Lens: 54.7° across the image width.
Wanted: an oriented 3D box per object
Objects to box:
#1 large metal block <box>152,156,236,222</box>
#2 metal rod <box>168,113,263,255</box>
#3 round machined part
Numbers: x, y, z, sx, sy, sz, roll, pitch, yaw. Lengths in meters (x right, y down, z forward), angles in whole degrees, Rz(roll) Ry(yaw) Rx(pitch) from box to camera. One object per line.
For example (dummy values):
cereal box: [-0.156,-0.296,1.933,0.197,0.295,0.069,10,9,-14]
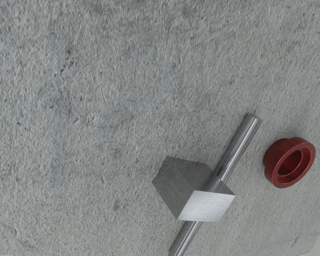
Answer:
large metal block: [0.048,0.090,0.455,0.081,0.080,0.050,15,111,-35]
metal rod: [0.087,0.111,0.525,0.025,0.025,0.298,13,112,-34]
round machined part: [0.227,0.058,0.559,0.099,0.042,0.097,-14,125,-21]
